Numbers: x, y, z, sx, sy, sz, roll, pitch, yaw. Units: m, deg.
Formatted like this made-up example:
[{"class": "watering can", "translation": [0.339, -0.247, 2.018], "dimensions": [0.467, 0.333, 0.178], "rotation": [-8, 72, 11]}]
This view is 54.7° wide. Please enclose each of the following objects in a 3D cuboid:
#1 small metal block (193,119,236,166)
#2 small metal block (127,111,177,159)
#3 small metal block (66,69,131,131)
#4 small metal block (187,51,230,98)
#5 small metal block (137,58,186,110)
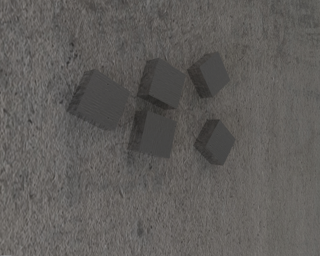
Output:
[{"class": "small metal block", "translation": [0.085, 0.022, 0.475], "dimensions": [0.050, 0.025, 0.050], "rotation": [46, 63, -30]}, {"class": "small metal block", "translation": [-0.009, 0.009, 0.397], "dimensions": [0.050, 0.025, 0.050], "rotation": [19, 78, -38]}, {"class": "small metal block", "translation": [-0.068, -0.030, 0.347], "dimensions": [0.050, 0.025, 0.050], "rotation": [31, 71, -36]}, {"class": "small metal block", "translation": [0.074, -0.080, 0.466], "dimensions": [0.050, 0.025, 0.050], "rotation": [-43, 116, -32]}, {"class": "small metal block", "translation": [0.003, -0.056, 0.406], "dimensions": [0.050, 0.025, 0.050], "rotation": [24, 75, -37]}]
